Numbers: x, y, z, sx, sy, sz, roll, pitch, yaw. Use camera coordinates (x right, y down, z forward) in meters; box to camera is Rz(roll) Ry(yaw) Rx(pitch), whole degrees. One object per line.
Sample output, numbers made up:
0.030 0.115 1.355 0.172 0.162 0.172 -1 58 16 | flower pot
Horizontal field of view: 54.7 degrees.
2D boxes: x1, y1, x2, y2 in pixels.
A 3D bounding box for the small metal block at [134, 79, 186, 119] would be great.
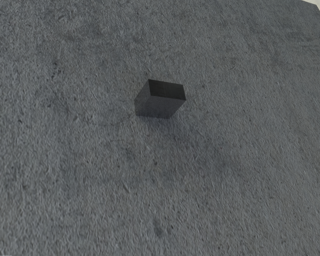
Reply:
-0.001 -0.037 0.412 0.050 0.050 0.025 5 60 -26 | small metal block
